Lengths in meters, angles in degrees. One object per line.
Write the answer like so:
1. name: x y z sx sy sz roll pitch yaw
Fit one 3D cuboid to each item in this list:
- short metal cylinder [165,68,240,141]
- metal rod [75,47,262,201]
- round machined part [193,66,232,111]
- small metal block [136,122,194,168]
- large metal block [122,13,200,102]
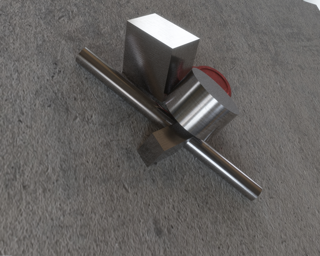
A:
1. short metal cylinder: 0.053 -0.030 0.390 0.080 0.050 0.080 36 24 -19
2. metal rod: 0.014 -0.004 0.417 0.300 0.025 0.025 39 51 -3
3. round machined part: 0.067 -0.054 0.465 0.099 0.042 0.098 14 56 -21
4. small metal block: 0.006 0.020 0.383 0.050 0.050 0.025 -23 74 -37
5. large metal block: -0.002 -0.095 0.415 0.080 0.079 0.050 38 48 26
